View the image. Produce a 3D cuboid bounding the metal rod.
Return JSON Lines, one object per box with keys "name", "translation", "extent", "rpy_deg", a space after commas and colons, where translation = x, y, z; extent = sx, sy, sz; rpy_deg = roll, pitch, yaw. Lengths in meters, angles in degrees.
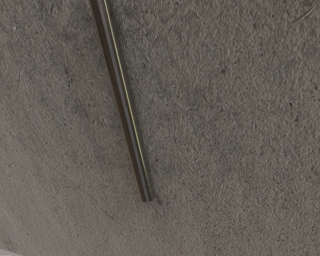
{"name": "metal rod", "translation": [-0.045, -0.023, 0.416], "extent": [0.025, 0.025, 0.298], "rpy_deg": [3, 120, 26]}
